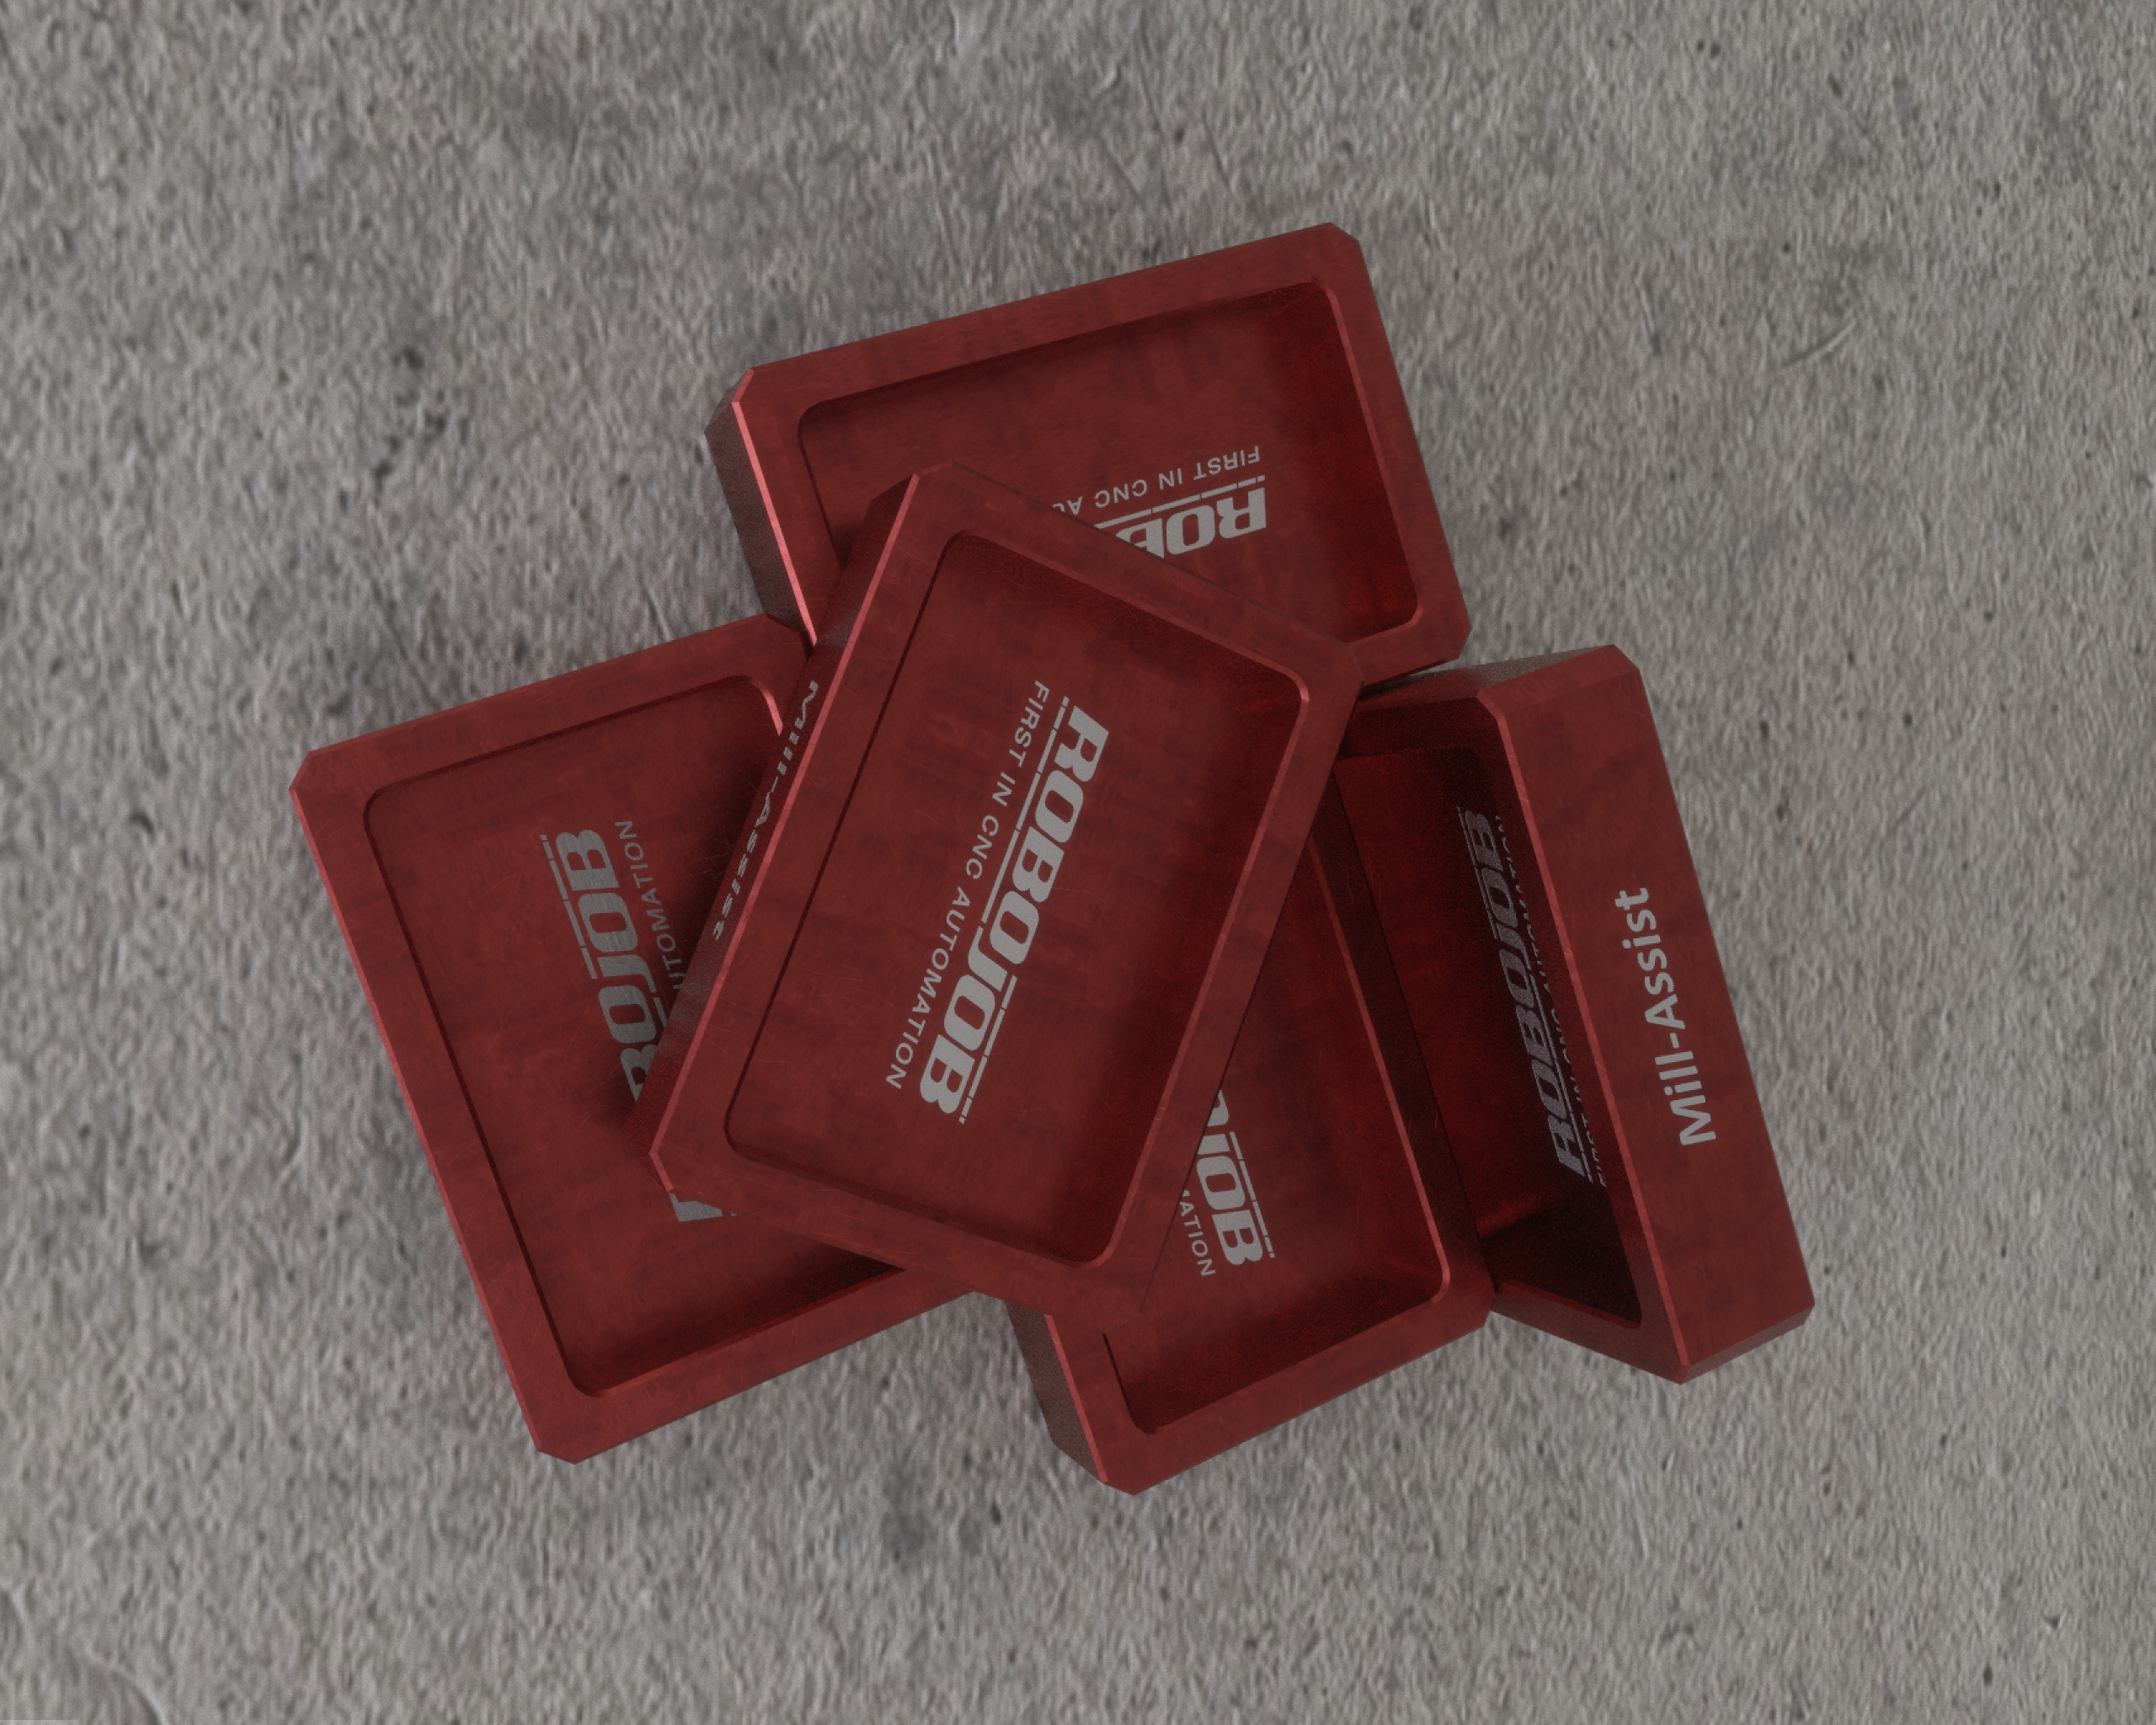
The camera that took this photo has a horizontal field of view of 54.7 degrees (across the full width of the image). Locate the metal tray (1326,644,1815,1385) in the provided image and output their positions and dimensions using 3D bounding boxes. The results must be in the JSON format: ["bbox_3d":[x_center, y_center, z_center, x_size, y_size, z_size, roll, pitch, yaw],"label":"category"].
[{"bbox_3d":[0.087,0.027,0.406,0.030,0.090,0.129,-20,97,-19],"label":"metal tray"}]

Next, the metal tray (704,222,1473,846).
[{"bbox_3d":[0.004,-0.064,0.407,0.131,0.030,0.090,-20,97,-19],"label":"metal tray"}]

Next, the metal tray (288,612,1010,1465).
[{"bbox_3d":[-0.076,0.029,0.378,0.091,0.030,0.129,-20,97,-19],"label":"metal tray"}]

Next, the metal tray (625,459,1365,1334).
[{"bbox_3d":[-0.013,0.007,0.368,0.091,0.030,0.130,22,83,-19],"label":"metal tray"}]

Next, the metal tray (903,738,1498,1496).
[{"bbox_3d":[0.021,0.046,0.414,0.091,0.030,0.129,-20,97,-19],"label":"metal tray"}]
